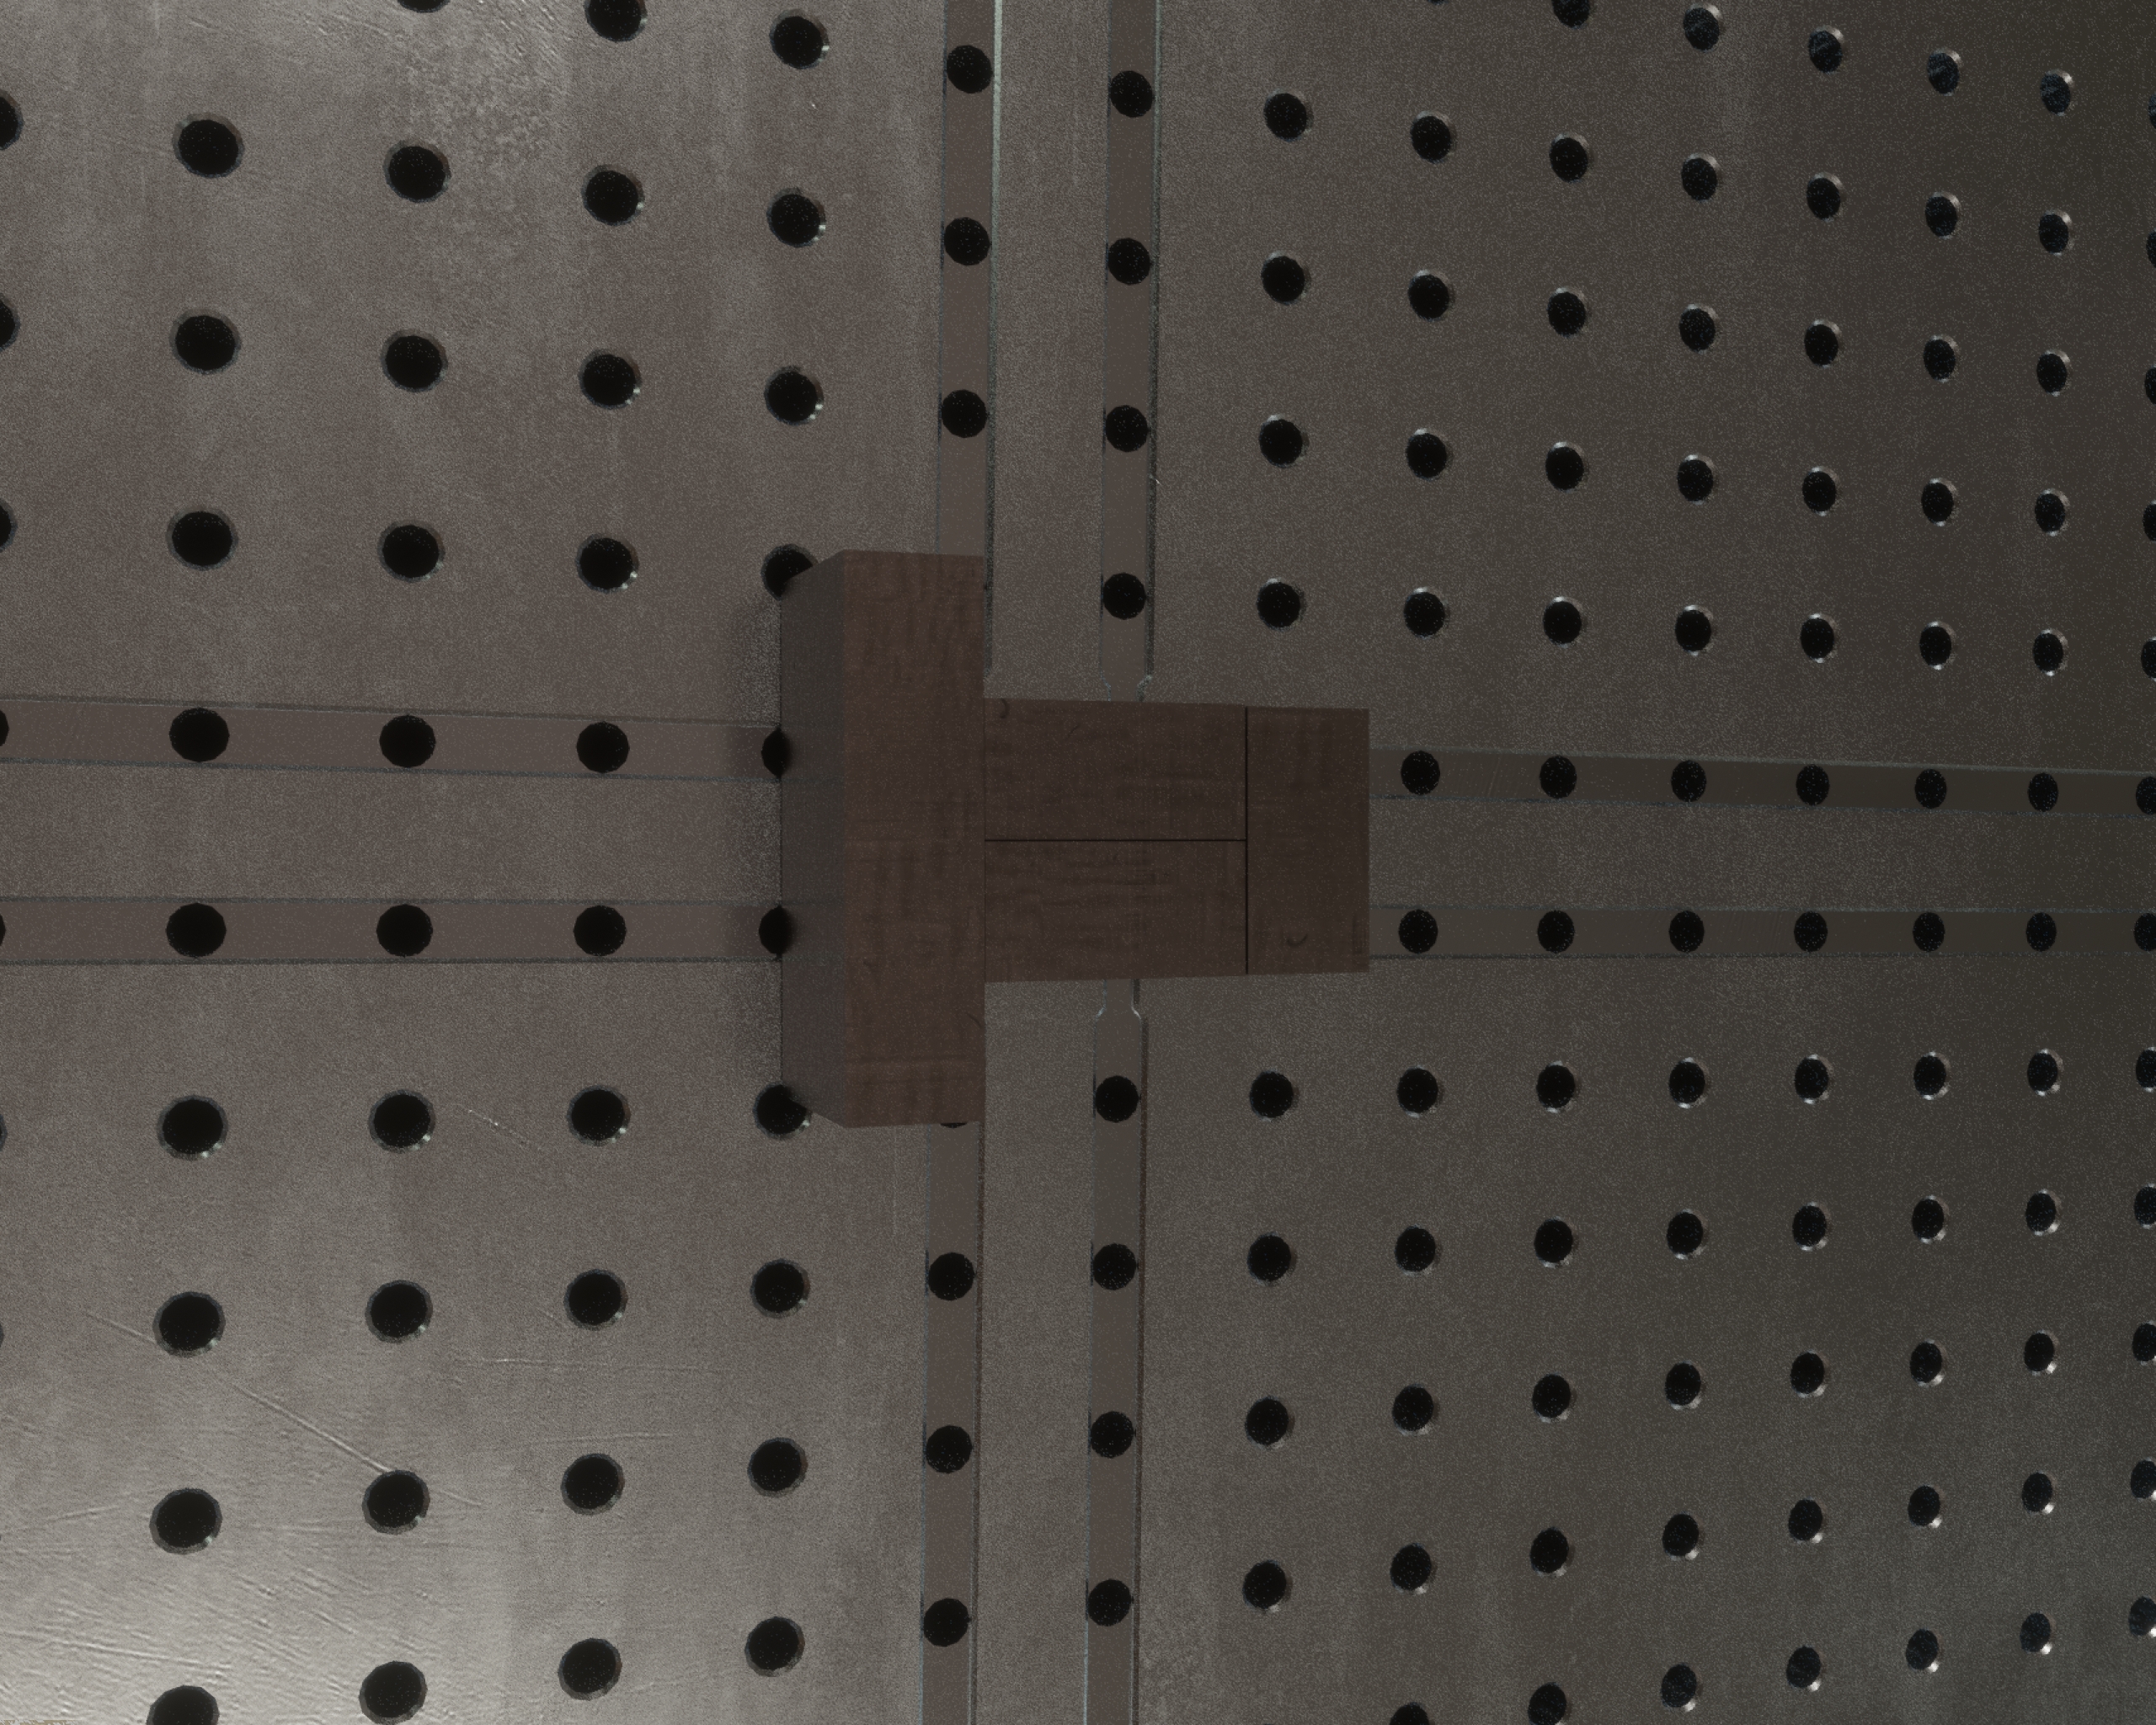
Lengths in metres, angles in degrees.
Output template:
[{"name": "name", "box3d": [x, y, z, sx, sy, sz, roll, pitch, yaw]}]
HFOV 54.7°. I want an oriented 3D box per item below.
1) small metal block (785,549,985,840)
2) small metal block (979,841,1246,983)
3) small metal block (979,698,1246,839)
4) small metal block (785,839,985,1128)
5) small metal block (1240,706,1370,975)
[{"name": "small metal block", "box3d": [-0.037, -0.029, 0.386, 0.025, 0.050, 0.050, 0, 90, -20]}, {"name": "small metal block", "box3d": [-0.001, 0.008, 0.399, 0.050, 0.050, 0.025, 0, 90, -20]}, {"name": "small metal block", "box3d": [-0.001, -0.017, 0.399, 0.050, 0.050, 0.025, 0, 90, -20]}, {"name": "small metal block", "box3d": [-0.037, 0.021, 0.386, 0.025, 0.050, 0.050, 0, 90, -20]}, {"name": "small metal block", "box3d": [0.035, -0.004, 0.412, 0.025, 0.050, 0.050, 0, 90, -20]}]
